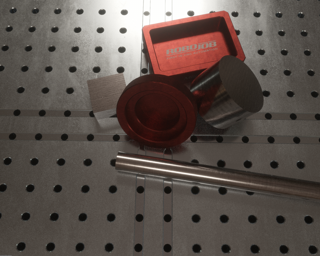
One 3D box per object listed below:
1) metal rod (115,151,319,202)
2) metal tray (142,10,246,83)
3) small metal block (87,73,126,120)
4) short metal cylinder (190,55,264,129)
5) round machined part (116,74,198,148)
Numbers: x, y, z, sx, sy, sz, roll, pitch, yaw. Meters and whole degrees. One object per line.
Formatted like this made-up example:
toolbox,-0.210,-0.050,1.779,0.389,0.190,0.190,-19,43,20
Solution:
metal rod,0.095,0.065,0.389,0.302,0.025,0.025,9,70,2
metal tray,0.047,-0.116,0.451,0.131,0.030,0.090,-13,71,-5
small metal block,-0.069,-0.044,0.427,0.050,0.025,0.050,-14,71,-5
short metal cylinder,0.086,-0.045,0.396,0.081,0.050,0.080,20,55,-31
round machined part,-0.002,-0.024,0.391,0.099,0.097,0.042,12,37,4
